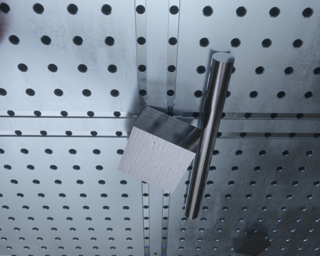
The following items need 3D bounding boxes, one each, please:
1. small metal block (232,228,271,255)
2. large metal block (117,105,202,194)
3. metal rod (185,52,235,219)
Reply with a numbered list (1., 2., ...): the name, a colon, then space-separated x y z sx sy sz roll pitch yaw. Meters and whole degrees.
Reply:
1. small metal block: 0.178 0.224 0.604 0.050 0.025 0.050 16 128 -14
2. large metal block: -0.001 0.029 0.407 0.080 0.050 0.079 24 128 -1
3. metal rod: 0.063 0.034 0.441 0.025 0.025 0.298 2 130 -2
